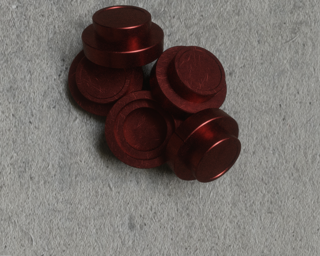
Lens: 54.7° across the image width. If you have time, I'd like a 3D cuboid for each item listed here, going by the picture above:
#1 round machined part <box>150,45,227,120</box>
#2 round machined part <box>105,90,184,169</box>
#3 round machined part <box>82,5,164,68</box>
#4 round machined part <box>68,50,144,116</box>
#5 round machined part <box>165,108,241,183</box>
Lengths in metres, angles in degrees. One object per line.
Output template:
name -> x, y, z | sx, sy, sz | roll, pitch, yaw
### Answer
round machined part -> 0.040, -0.061, 0.381 | 0.099, 0.042, 0.098 | 9, 65, -19
round machined part -> -0.019, 0.002, 0.402 | 0.099, 0.042, 0.097 | 0, 90, -1
round machined part -> -0.044, -0.115, 0.373 | 0.099, 0.098, 0.042 | 1, 132, -1
round machined part -> -0.070, -0.064, 0.403 | 0.099, 0.042, 0.097 | 0, 90, -1
round machined part -> 0.059, 0.028, 0.376 | 0.098, 0.098, 0.042 | -43, 50, 0
